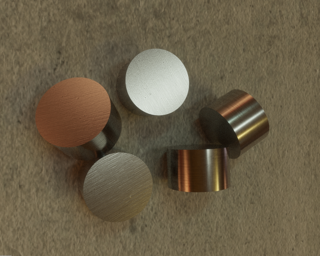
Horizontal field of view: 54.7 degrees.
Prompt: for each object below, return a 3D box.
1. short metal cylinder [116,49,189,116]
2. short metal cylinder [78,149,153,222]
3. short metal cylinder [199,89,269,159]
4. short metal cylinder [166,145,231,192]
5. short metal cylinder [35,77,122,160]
[{"bbox_3d":[-0.010,-0.055,0.393,0.081,0.050,0.079,0,90,-21],"label":"short metal cylinder"},{"bbox_3d":[-0.055,0.067,0.375,0.081,0.050,0.079,-1,92,-22],"label":"short metal cylinder"},{"bbox_3d":[0.098,-0.005,0.418,0.050,0.080,0.080,-32,101,-17],"label":"short metal cylinder"},{"bbox_3d":[0.049,0.049,0.399,0.081,0.080,0.050,-2,91,-20],"label":"short metal cylinder"},{"bbox_3d":[-0.088,-0.009,0.345,0.080,0.050,0.080,-2,68,6],"label":"short metal cylinder"}]
